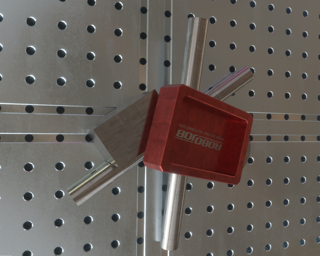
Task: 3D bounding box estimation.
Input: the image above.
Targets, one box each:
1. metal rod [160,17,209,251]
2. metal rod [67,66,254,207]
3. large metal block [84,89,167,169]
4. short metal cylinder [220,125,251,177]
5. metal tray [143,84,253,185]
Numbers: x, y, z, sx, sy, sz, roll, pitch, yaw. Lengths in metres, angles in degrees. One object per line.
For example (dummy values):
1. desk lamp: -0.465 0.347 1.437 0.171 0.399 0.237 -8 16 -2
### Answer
1. metal rod: 0.030 0.013 0.401 0.025 0.025 0.298 4 98 -20
2. metal rod: 0.012 0.002 0.419 0.301 0.025 0.025 -35 102 -17
3. large metal block: -0.038 0.000 0.370 0.080 0.080 0.050 -36 102 -17
4. short metal cylinder: 0.076 0.026 0.428 0.081 0.050 0.079 0 90 -21
5. metal tray: 0.049 0.012 0.354 0.131 0.030 0.090 17 84 -38
